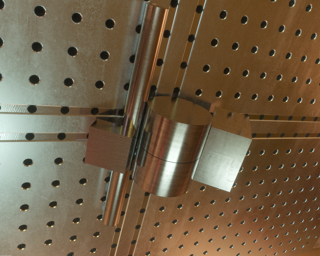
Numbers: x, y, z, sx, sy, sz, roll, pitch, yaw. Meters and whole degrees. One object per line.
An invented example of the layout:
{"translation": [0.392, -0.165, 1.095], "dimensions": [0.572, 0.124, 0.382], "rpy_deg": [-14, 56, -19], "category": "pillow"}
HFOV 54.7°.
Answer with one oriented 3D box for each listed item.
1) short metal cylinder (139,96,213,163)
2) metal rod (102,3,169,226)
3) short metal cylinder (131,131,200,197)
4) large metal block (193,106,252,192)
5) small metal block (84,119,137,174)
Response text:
{"translation": [0.019, 0.000, 0.380], "dimensions": [0.081, 0.080, 0.050], "rpy_deg": [0, 118, -29], "category": "short metal cylinder"}
{"translation": [-0.037, 0.003, 0.387], "dimensions": [0.025, 0.025, 0.298], "rpy_deg": [0, 118, -29], "category": "metal rod"}
{"translation": [0.007, 0.044, 0.402], "dimensions": [0.081, 0.080, 0.050], "rpy_deg": [0, 118, -29], "category": "short metal cylinder"}
{"translation": [0.085, 0.026, 0.424], "dimensions": [0.050, 0.080, 0.079], "rpy_deg": [18, 115, 5], "category": "large metal block"}
{"translation": [-0.059, 0.022, 0.373], "dimensions": [0.050, 0.025, 0.050], "rpy_deg": [16, 114, 3], "category": "small metal block"}
